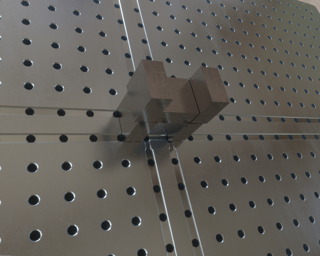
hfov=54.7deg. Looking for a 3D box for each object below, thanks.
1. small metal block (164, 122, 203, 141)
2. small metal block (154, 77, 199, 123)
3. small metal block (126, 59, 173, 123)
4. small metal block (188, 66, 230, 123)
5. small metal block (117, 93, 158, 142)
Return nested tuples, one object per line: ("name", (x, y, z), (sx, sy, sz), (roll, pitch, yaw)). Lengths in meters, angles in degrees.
("small metal block", (0.028, -0.016, 0.418), (0.025, 0.050, 0.050), (-1, 62, -29))
("small metal block", (0.014, -0.034, 0.374), (0.050, 0.025, 0.050), (1, 61, -28))
("small metal block", (-0.013, -0.040, 0.345), (0.025, 0.050, 0.050), (0, 61, -28))
("small metal block", (0.054, -0.040, 0.381), (0.025, 0.050, 0.050), (0, 61, -28))
("small metal block", (-0.029, -0.016, 0.387), (0.025, 0.050, 0.050), (1, 62, -28))
